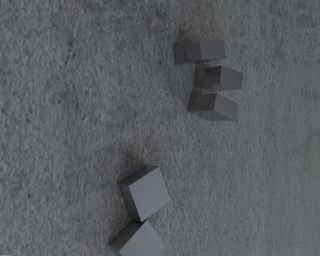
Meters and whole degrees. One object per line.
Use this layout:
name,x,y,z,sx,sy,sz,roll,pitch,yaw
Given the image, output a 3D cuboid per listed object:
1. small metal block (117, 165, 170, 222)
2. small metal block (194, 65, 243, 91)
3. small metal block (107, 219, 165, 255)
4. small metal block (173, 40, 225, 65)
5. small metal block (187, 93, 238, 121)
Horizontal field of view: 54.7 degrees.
small metal block,-0.020,0.081,0.390,0.050,0.025,0.050,-28,108,-37
small metal block,0.087,-0.072,0.464,0.050,0.050,0.025,6,86,-40
small metal block,-0.028,0.146,0.384,0.050,0.025,0.050,-43,116,-32
small metal block,0.055,-0.106,0.437,0.050,0.050,0.025,-13,99,-40
small metal block,0.078,-0.029,0.456,0.050,0.050,0.025,20,78,-39
